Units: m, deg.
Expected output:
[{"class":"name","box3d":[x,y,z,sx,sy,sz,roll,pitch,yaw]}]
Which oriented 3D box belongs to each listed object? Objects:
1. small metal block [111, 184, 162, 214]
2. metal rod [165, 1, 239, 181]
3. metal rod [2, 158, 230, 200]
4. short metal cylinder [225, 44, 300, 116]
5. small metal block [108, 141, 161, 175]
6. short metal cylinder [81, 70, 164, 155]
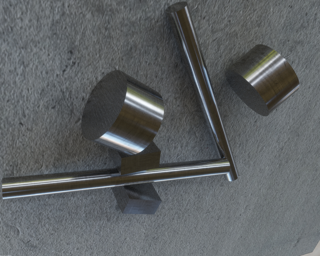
[{"class":"small metal block","box3d":[-0.033,0.092,0.429,0.050,0.050,0.025,12,114,-34]},{"class":"metal rod","box3d":[0.069,-0.026,0.428,0.025,0.025,0.299,-32,129,-8]},{"class":"metal rod","box3d":[-0.040,0.064,0.412,0.303,0.025,0.025,-2,120,-23]},{"class":"short metal cylinder","box3d":[0.132,-0.062,0.405,0.050,0.080,0.080,-41,130,0]},{"class":"small metal block","box3d":[-0.033,0.030,0.391,0.050,0.050,0.025,-8,122,-24]},{"class":"short metal cylinder","box3d":[-0.042,-0.016,0.338,0.050,0.080,0.080,26,104,-37]}]
